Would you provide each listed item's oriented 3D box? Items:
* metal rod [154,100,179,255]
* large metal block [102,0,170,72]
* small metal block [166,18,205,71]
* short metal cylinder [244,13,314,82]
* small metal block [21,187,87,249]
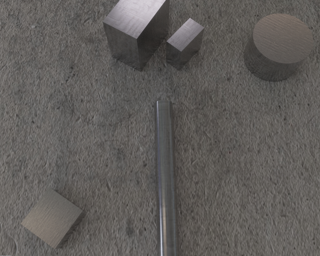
[{"bbox_3d":[0.009,0.108,0.368,0.025,0.025,0.299,-1,70,-1],"label":"metal rod"},{"bbox_3d":[-0.029,-0.139,0.430,0.050,0.080,0.080,29,73,10],"label":"large metal block"},{"bbox_3d":[0.034,-0.117,0.438,0.025,0.050,0.050,38,74,12],"label":"small metal block"},{"bbox_3d":[0.165,-0.112,0.437,0.081,0.050,0.080,0,70,0],"label":"short metal cylinder"},{"bbox_3d":[-0.124,0.107,0.368,0.050,0.025,0.050,32,73,11],"label":"small metal block"}]
